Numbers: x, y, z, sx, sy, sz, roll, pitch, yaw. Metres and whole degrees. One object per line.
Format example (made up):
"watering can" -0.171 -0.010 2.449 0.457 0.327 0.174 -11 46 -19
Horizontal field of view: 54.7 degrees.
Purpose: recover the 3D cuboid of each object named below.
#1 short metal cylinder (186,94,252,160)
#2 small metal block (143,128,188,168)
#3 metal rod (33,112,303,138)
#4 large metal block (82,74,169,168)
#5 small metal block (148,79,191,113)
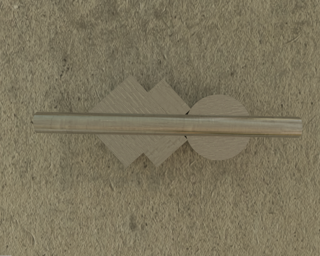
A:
"short metal cylinder" 0.070 -0.001 0.398 0.081 0.050 0.080 0 90 0
"small metal block" 0.006 0.022 0.400 0.050 0.050 0.025 -42 91 0
"metal rod" 0.009 -0.004 0.359 0.302 0.025 0.025 1 90 -1
"large metal block" -0.038 -0.008 0.397 0.080 0.050 0.080 -42 90 0
"small metal block" 0.011 -0.033 0.399 0.025 0.050 0.050 -43 91 0
